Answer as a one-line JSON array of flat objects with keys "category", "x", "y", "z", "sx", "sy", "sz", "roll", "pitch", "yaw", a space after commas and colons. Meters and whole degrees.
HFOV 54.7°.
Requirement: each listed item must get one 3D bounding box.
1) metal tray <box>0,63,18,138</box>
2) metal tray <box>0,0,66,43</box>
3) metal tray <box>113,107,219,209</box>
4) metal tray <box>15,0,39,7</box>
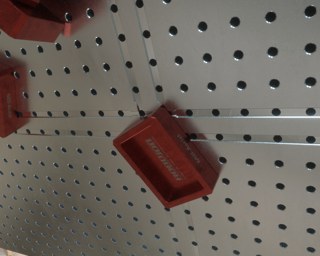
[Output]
[{"category": "metal tray", "x": -0.290, "y": -0.055, "z": 0.524, "sx": 0.090, "sy": 0.030, "sz": 0.129, "roll": 24, "pitch": 127, "yaw": 12}, {"category": "metal tray", "x": -0.188, "y": -0.156, "z": 0.366, "sx": 0.130, "sy": 0.090, "sz": 0.030, "roll": 40, "pitch": 106, "yaw": 0}, {"category": "metal tray", "x": 0.007, "y": 0.045, "z": 0.430, "sx": 0.090, "sy": 0.030, "sz": 0.130, "roll": -31, "pitch": 102, "yaw": 37}, {"category": "metal tray", "x": -0.193, "y": -0.196, "z": 0.341, "sx": 0.131, "sy": 0.030, "sz": 0.089, "roll": 17, "pitch": 101, "yaw": 7}]
